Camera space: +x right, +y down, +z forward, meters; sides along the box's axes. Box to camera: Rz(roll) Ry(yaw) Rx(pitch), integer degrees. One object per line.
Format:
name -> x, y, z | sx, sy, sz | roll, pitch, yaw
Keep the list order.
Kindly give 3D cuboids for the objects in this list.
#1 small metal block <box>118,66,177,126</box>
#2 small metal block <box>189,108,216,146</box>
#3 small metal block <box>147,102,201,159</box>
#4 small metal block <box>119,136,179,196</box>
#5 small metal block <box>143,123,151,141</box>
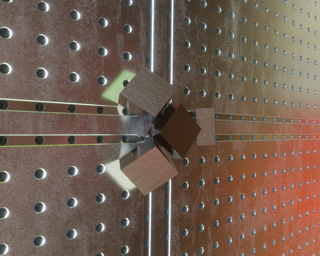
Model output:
small metal block -> -0.015, -0.039, 0.379 | 0.050, 0.025, 0.050 | 34, 64, 4
small metal block -> 0.058, -0.002, 0.437 | 0.025, 0.050, 0.050 | -2, 92, -7
small metal block -> 0.019, 0.004, 0.391 | 0.050, 0.025, 0.050 | 49, 61, -29
small metal block -> -0.014, 0.047, 0.380 | 0.050, 0.025, 0.050 | -35, 117, 6
small metal block -> 0.006, 0.004, 0.413 | 0.050, 0.025, 0.050 | 2, 92, -40
